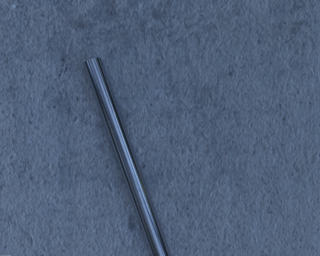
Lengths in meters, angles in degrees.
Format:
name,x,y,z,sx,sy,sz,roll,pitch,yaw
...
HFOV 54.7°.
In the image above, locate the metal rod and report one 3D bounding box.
name,x,y,z,sx,sy,sz,roll,pitch,yaw
metal rod,-0.039,0.052,0.409,0.025,0.025,0.298,-20,90,0
